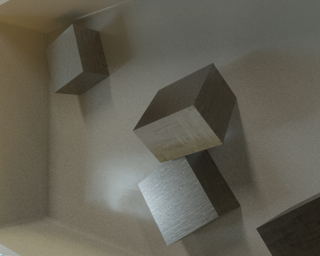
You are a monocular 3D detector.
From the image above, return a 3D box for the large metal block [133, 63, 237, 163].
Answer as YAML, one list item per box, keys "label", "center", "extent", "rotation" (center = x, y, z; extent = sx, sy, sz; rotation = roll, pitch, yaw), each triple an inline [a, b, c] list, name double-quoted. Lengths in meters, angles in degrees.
- label: "large metal block"
  center: [0.029, -0.016, 0.338]
  extent: [0.080, 0.080, 0.050]
  rotation: [-22, 117, 38]

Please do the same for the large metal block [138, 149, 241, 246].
- label: "large metal block"
  center: [0.032, 0.079, 0.364]
  extent: [0.080, 0.050, 0.080]
  rotation: [-43, 64, 31]

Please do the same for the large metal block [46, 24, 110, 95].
- label: "large metal block"
  center: [-0.135, -0.107, 0.502]
  extent: [0.080, 0.050, 0.080]
  rotation: [-24, 75, 37]

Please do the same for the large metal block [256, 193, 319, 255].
- label: "large metal block"
  center: [0.141, 0.080, 0.255]
  extent: [0.080, 0.081, 0.050]
  rotation: [-42, 65, 32]
